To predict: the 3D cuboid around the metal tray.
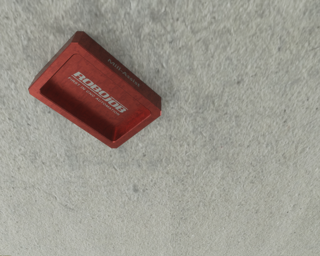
[{"bbox_3d":[-0.073,-0.039,0.369,0.090,0.030,0.130,-36,122,26],"label":"metal tray"}]
